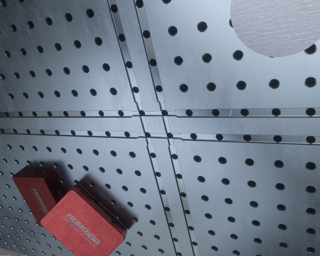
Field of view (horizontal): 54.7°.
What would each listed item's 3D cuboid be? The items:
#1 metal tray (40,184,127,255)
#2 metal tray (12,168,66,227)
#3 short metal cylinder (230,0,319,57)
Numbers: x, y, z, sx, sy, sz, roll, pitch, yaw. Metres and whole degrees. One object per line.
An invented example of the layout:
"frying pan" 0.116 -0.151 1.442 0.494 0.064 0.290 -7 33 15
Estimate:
"metal tray" -0.136 0.178 0.560 0.130 0.030 0.090 44 98 -3
"metal tray" -0.223 0.140 0.609 0.090 0.030 0.129 -4 117 29
"short metal cylinder" 0.108 -0.109 0.271 0.080 0.050 0.079 13 124 20
